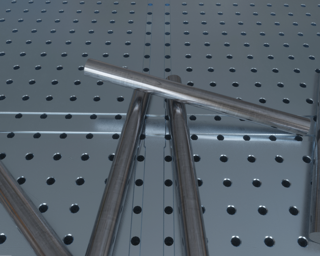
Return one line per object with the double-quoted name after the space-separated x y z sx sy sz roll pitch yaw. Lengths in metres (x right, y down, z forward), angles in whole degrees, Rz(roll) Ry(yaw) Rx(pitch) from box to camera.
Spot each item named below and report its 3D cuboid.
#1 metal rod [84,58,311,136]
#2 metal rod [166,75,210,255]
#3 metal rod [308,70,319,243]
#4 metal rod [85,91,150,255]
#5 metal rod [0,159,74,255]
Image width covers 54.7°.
0.048 -0.041 0.413 0.302 0.025 0.025 16 51 1 "metal rod"
0.029 0.044 0.371 0.025 0.025 0.300 -2 50 -3 "metal rod"
0.218 0.005 0.406 0.025 0.025 0.301 16 52 13 "metal rod"
-0.044 0.042 0.371 0.025 0.025 0.300 7 50 5 "metal rod"
-0.143 0.082 0.317 0.025 0.025 0.300 -36 53 -27 "metal rod"
